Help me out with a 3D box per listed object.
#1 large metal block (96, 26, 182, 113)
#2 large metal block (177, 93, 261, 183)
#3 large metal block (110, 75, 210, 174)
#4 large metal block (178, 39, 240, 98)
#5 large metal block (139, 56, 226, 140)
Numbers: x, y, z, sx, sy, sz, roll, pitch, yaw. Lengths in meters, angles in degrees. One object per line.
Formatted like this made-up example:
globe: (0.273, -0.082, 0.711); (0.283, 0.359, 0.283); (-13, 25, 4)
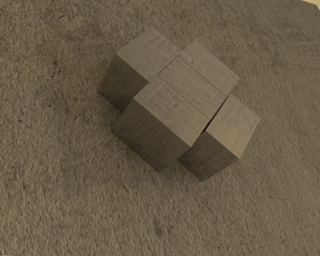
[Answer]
large metal block: (-0.028, -0.072, 0.401); (0.050, 0.080, 0.080); (41, 51, -1)
large metal block: (0.073, 0.014, 0.404); (0.050, 0.080, 0.080); (41, 51, -1)
large metal block: (-0.002, -0.002, 0.372); (0.080, 0.080, 0.050); (41, 51, -1)
large metal block: (0.049, -0.061, 0.436); (0.080, 0.080, 0.050); (41, 51, -1)
large metal block: (0.024, -0.031, 0.404); (0.080, 0.080, 0.050); (41, 51, -1)
